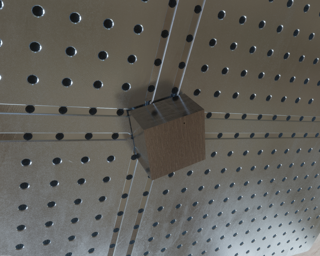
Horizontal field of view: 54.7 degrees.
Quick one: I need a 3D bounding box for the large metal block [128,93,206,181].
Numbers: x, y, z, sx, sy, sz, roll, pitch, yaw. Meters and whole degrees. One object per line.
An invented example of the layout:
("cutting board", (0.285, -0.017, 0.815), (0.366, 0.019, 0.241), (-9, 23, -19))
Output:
("large metal block", (0.011, 0.011, 0.406), (0.081, 0.050, 0.079), (-19, 126, -18))
